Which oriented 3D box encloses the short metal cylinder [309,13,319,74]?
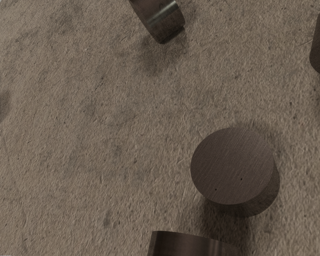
[{"bbox_3d":[0.202,-0.091,0.319,0.080,0.080,0.050,8,66,31],"label":"short metal cylinder"}]

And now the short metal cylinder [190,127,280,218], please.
[{"bbox_3d":[0.078,0.046,0.318,0.080,0.050,0.080,-13,56,20],"label":"short metal cylinder"}]

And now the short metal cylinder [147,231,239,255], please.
[{"bbox_3d":[0.027,0.127,0.276,0.080,0.080,0.050,-1,61,27],"label":"short metal cylinder"}]

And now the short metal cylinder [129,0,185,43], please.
[{"bbox_3d":[-0.005,-0.179,0.479,0.050,0.080,0.080,-36,51,4],"label":"short metal cylinder"}]
